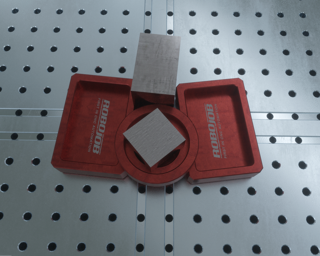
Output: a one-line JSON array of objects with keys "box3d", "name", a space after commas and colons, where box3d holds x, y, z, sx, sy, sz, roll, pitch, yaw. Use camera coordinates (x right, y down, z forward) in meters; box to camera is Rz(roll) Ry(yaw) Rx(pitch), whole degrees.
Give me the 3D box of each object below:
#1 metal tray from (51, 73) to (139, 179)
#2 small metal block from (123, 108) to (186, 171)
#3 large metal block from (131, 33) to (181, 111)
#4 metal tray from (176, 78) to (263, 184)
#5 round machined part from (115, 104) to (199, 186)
[{"box3d": [-0.080, -0.004, 0.406, 0.091, 0.030, 0.130, 6, 70, 2], "name": "metal tray"}, {"box3d": [-0.006, 0.014, 0.358, 0.050, 0.025, 0.050, -38, 74, -13], "name": "small metal block"}, {"box3d": [-0.004, -0.063, 0.402, 0.050, 0.080, 0.080, 6, 70, 2], "name": "large metal block"}, {"box3d": [0.073, 0.002, 0.405, 0.091, 0.030, 0.130, -6, 70, -3], "name": "metal tray"}, {"box3d": [-0.004, 0.023, 0.380, 0.099, 0.042, 0.098, 0, 70, 0], "name": "round machined part"}]
